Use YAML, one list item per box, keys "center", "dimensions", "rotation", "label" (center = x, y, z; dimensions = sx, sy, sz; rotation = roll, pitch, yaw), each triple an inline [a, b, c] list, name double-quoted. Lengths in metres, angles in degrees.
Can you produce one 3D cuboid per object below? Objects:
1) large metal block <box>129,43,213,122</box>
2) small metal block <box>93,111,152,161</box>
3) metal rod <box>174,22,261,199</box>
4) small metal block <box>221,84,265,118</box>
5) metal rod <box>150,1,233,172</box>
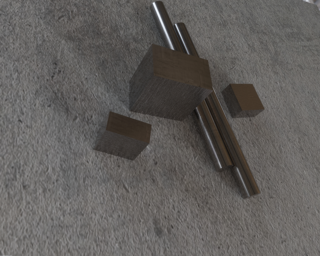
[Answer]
- center: [0.011, -0.056, 0.410]
  dimensions: [0.081, 0.080, 0.050]
  rotation: [11, 57, -23]
  label: "large metal block"
- center: [-0.044, 0.011, 0.359]
  dimensions: [0.050, 0.050, 0.025]
  rotation: [18, 55, -18]
  label: "small metal block"
- center: [0.078, -0.039, 0.471]
  dimensions: [0.025, 0.025, 0.299]
  rotation: [-6, 65, -31]
  label: "metal rod"
- center: [0.135, -0.045, 0.506]
  dimensions: [0.050, 0.025, 0.050]
  rotation: [-4, 64, -31]
  label: "small metal block"
- center: [0.041, -0.076, 0.474]
  dimensions: [0.025, 0.025, 0.299]
  rotation: [-6, 65, -31]
  label: "metal rod"
